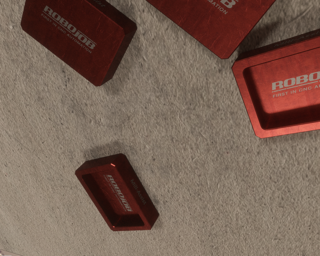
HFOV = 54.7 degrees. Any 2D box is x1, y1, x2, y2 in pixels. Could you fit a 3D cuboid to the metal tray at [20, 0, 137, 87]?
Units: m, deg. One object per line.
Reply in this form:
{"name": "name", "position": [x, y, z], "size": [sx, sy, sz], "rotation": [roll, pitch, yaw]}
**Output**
{"name": "metal tray", "position": [-0.103, -0.124, 0.379], "size": [0.130, 0.030, 0.089], "rotation": [38, 129, 2]}

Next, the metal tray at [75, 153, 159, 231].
{"name": "metal tray", "position": [-0.070, 0.109, 0.505], "size": [0.090, 0.030, 0.129], "rotation": [-15, 111, 34]}

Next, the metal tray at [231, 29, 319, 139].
{"name": "metal tray", "position": [0.147, -0.044, 0.298], "size": [0.130, 0.030, 0.090], "rotation": [-12, 113, 33]}

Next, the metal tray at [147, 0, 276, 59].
{"name": "metal tray", "position": [0.042, -0.140, 0.294], "size": [0.130, 0.030, 0.089], "rotation": [38, 129, 1]}
